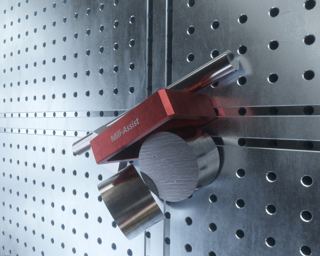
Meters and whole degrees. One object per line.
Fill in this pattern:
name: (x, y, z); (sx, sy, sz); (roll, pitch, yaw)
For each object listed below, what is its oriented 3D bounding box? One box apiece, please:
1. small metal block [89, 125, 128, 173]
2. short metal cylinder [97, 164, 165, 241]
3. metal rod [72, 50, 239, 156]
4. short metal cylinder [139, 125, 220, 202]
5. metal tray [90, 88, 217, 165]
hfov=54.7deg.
small metal block: (-0.072, 0.031, 0.447); (0.050, 0.025, 0.050); (26, 123, 17)
short metal cylinder: (-0.036, 0.092, 0.389); (0.050, 0.080, 0.080); (-31, 64, -9)
metal rod: (-0.028, -0.020, 0.427); (0.299, 0.025, 0.025); (-27, 73, 36)
short metal cylinder: (0.022, 0.040, 0.363); (0.080, 0.050, 0.079); (7, 103, 35)
metal tray: (-0.010, 0.002, 0.370); (0.130, 0.091, 0.030); (-33, 70, 35)
